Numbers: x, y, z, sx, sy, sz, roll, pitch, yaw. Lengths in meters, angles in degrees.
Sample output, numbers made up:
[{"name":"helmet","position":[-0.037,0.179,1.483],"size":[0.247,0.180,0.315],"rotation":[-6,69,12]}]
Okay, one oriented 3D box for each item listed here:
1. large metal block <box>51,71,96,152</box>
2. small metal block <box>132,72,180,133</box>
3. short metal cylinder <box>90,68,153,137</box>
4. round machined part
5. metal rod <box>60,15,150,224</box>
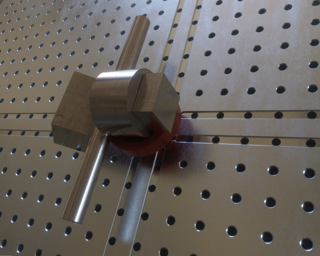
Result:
[{"name":"large metal block","position":[-0.110,-0.019,0.433],"size":[0.050,0.080,0.080],"rotation":[19,65,-9]},{"name":"small metal block","position":[-0.003,-0.028,0.355],"size":[0.025,0.050,0.050],"rotation":[1,63,28]},{"name":"short metal cylinder","position":[-0.038,-0.029,0.371],"size":[0.050,0.080,0.080],"rotation":[1,62,28]},{"name":"round machined part","position":[-0.017,-0.007,0.408],"size":[0.098,0.042,0.098],"rotation":[-13,56,20]},{"name":"metal rod","position":[-0.062,-0.029,0.404],"size":[0.025,0.025,0.300],"rotation":[1,62,28]}]
